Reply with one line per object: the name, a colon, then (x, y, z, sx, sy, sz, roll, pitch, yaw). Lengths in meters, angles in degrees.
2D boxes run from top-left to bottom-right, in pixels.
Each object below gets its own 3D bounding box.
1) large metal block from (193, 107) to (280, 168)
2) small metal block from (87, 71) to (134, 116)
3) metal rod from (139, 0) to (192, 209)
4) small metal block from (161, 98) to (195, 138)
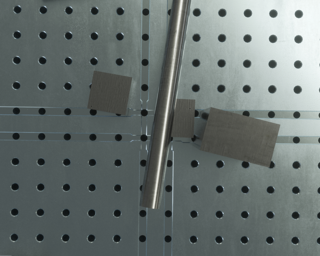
large metal block: (0.090, 0.010, 0.386, 0.080, 0.080, 0.050, 14, 90, 0)
small metal block: (-0.065, -0.046, 0.413, 0.050, 0.025, 0.050, 10, 90, 0)
metal rod: (0.011, -0.052, 0.390, 0.025, 0.025, 0.299, 9, 81, 0)
small metal block: (0.020, -0.013, 0.413, 0.050, 0.025, 0.050, 3, 90, 0)
